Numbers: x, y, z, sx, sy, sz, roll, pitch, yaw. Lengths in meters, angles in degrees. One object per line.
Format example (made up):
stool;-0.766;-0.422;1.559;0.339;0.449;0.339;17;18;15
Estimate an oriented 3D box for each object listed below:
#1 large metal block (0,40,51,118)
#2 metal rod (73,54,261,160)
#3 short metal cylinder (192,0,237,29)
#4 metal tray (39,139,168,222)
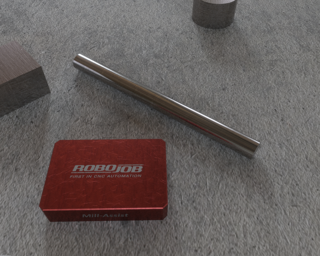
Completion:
large metal block;-0.219;-0.072;0.445;0.080;0.050;0.080;-34;58;-25
metal rod;-0.005;-0.039;0.435;0.300;0.025;0.025;29;56;21
short metal cylinder;0.102;-0.230;0.582;0.081;0.050;0.080;0;50;0
metal tray;-0.058;0.057;0.351;0.131;0.030;0.090;-1;50;-1
